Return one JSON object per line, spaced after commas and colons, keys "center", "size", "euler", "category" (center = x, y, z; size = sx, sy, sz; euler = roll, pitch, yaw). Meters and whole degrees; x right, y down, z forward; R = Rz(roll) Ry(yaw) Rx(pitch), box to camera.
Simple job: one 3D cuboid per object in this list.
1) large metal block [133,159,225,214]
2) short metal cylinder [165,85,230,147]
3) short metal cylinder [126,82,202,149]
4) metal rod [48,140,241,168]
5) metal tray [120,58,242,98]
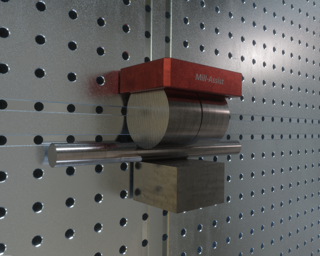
{"center": [0.023, 0.067, 0.388], "size": [0.081, 0.080, 0.050], "euler": [1, 90, -40], "category": "large metal block"}
{"center": [0.043, -0.015, 0.406], "size": [0.050, 0.080, 0.080], "euler": [2, 89, -40], "category": "short metal cylinder"}
{"center": [0.003, -0.016, 0.373], "size": [0.050, 0.080, 0.079], "euler": [1, 90, -40], "category": "short metal cylinder"}
{"center": [0.007, 0.030, 0.410], "size": [0.302, 0.025, 0.025], "euler": [1, 90, -40], "category": "metal rod"}
{"center": [0.028, -0.056, 0.386], "size": [0.131, 0.090, 0.030], "euler": [1, 89, -40], "category": "metal tray"}
